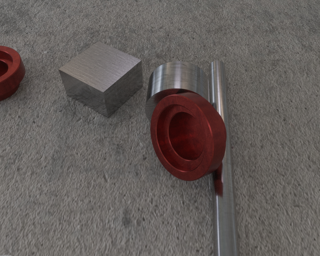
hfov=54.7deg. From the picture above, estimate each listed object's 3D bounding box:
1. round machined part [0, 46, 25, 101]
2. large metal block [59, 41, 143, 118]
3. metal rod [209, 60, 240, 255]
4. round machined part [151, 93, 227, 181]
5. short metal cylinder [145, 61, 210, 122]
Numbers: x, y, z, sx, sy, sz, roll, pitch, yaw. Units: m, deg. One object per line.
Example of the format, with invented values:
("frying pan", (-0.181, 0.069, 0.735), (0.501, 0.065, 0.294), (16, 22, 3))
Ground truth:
("round machined part", (-0.248, -0.075, 0.453), (0.099, 0.042, 0.098), (0, 50, 0))
("large metal block", (-0.082, -0.072, 0.447), (0.080, 0.050, 0.080), (28, 55, 21))
("metal rod", (0.076, 0.019, 0.387), (0.025, 0.025, 0.300), (4, 50, 3))
("round machined part", (0.036, 0.008, 0.355), (0.042, 0.097, 0.098), (-14, 48, -39))
("short metal cylinder", (0.023, -0.039, 0.401), (0.080, 0.080, 0.050), (3, 50, 2))
